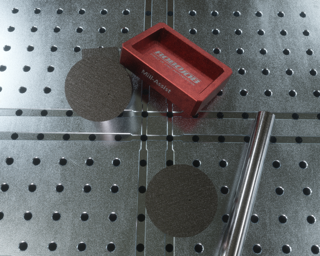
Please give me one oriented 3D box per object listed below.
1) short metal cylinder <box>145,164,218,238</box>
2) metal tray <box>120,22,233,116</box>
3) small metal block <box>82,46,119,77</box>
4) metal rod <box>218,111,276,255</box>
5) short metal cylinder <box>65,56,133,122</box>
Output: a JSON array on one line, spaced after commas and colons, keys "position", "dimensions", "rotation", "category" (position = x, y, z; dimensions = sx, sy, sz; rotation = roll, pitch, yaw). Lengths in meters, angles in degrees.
[{"position": [0.024, 0.088, 0.367], "dimensions": [0.081, 0.050, 0.080], "rotation": [0, 70, 0], "category": "short metal cylinder"}, {"position": [0.022, -0.085, 0.423], "dimensions": [0.130, 0.030, 0.090], "rotation": [38, 53, 12], "category": "metal tray"}, {"position": [-0.083, -0.086, 0.443], "dimensions": [0.050, 0.025, 0.050], "rotation": [-5, 70, -2], "category": "small metal block"}, {"position": [0.093, 0.115, 0.370], "dimensions": [0.025, 0.025, 0.300], "rotation": [19, 71, 6], "category": "metal rod"}, {"position": [-0.076, -0.050, 0.400], "dimensions": [0.081, 0.050, 0.079], "rotation": [0, 98, -3], "category": "short metal cylinder"}]
